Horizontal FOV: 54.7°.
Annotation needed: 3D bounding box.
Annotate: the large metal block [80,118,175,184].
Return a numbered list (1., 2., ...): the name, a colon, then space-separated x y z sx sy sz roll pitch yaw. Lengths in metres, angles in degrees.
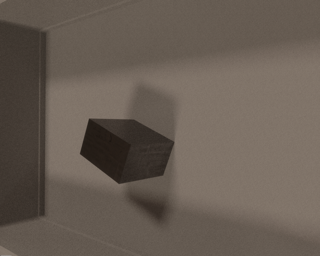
1. large metal block: -0.043 0.026 0.404 0.080 0.081 0.050 28 108 36
